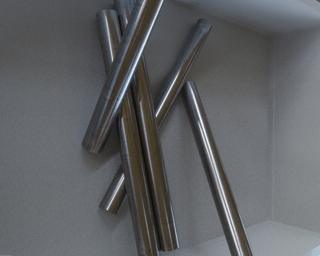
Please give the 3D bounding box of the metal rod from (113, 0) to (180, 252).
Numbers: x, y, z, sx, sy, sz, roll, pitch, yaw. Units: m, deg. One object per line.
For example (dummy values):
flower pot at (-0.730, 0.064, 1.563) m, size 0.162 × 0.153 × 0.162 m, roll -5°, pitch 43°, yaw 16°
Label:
metal rod at (-0.016, -0.007, 0.367) m, size 0.025 × 0.025 × 0.298 m, roll -9°, pitch 87°, yaw -40°

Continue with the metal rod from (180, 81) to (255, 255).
metal rod at (0.075, 0.073, 0.386) m, size 0.025 × 0.025 × 0.299 m, roll 5°, pitch 60°, yaw -40°

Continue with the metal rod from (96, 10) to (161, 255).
metal rod at (-0.035, 0.016, 0.352) m, size 0.025 × 0.025 × 0.298 m, roll -9°, pitch 88°, yaw -40°

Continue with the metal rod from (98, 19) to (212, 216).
metal rod at (0.003, -0.029, 0.411) m, size 0.025 × 0.025 × 0.300 m, roll 41°, pitch 65°, yaw -33°

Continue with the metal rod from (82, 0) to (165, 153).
metal rod at (-0.016, -0.106, 0.298) m, size 0.025 × 0.025 × 0.298 m, roll 8°, pitch 116°, yaw -40°
